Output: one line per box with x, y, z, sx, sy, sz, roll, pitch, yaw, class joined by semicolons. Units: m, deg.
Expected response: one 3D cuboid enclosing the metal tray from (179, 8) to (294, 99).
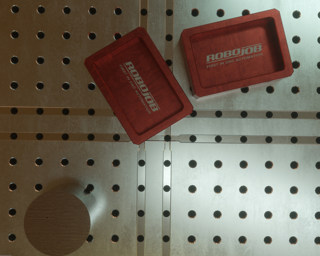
0.100;-0.097;0.412;0.131;0.030;0.089;-13;90;-1;metal tray

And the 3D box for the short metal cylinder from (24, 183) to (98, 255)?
-0.124;0.115;0.399;0.081;0.050;0.079;0;90;-1;short metal cylinder

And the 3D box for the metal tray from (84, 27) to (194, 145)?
-0.027;-0.054;0.410;0.090;0.030;0.130;-32;90;-1;metal tray
